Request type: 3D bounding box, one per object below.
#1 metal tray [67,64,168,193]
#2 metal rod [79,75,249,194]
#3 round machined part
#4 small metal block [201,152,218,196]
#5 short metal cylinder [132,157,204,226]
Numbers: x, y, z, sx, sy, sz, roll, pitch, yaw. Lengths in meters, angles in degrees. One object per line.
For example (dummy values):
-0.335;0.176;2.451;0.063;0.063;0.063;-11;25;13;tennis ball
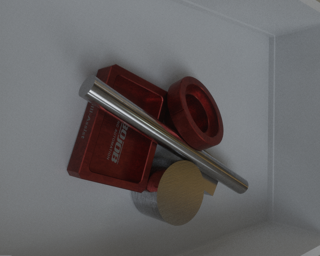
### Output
-0.044;0.003;0.364;0.090;0.030;0.130;24;75;-38;metal tray
0.028;0.025;0.393;0.301;0.025;0.025;34;69;-38;metal rod
0.040;-0.016;0.413;0.098;0.042;0.098;32;45;-39;round machined part
0.064;0.066;0.460;0.050;0.025;0.050;39;66;-34;small metal block
0.011;0.079;0.399;0.081;0.050;0.079;0;90;-40;short metal cylinder
